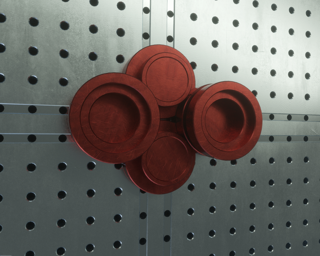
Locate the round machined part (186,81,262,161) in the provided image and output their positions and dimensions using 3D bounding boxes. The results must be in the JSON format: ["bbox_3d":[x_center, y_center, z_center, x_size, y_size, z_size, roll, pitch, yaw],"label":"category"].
[{"bbox_3d":[0.078,-0.009,0.397,0.099,0.042,0.097,0,90,-20],"label":"round machined part"}]

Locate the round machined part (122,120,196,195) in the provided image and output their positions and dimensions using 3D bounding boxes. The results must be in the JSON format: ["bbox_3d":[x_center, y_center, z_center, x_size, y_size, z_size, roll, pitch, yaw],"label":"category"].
[{"bbox_3d":[0.003,0.038,0.404,0.099,0.042,0.097,0,90,-20],"label":"round machined part"}]

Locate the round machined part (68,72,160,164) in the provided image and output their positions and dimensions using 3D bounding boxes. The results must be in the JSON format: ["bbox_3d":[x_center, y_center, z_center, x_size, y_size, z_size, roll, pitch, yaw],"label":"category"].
[{"bbox_3d":[-0.053,-0.011,0.349,0.099,0.042,0.097,0,90,-20],"label":"round machined part"}]

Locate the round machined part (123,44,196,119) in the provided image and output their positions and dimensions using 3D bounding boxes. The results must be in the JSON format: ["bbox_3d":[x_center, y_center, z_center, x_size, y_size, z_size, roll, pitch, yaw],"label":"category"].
[{"bbox_3d":[0.003,-0.060,0.404,0.099,0.042,0.097,0,90,-20],"label":"round machined part"}]

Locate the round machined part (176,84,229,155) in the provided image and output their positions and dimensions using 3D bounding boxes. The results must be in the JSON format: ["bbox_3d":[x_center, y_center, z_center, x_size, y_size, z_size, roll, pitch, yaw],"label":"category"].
[{"bbox_3d":[0.067,-0.010,0.427,0.099,0.042,0.097,0,90,-20],"label":"round machined part"}]

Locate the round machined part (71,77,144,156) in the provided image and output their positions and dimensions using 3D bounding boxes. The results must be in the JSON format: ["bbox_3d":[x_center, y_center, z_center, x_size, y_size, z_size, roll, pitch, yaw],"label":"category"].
[{"bbox_3d":[-0.061,-0.011,0.380,0.099,0.042,0.097,0,90,-20],"label":"round machined part"}]
